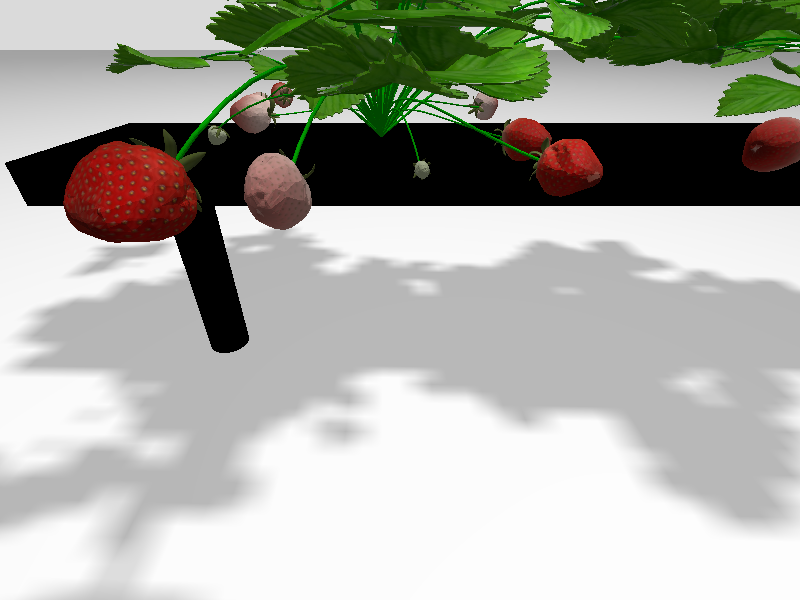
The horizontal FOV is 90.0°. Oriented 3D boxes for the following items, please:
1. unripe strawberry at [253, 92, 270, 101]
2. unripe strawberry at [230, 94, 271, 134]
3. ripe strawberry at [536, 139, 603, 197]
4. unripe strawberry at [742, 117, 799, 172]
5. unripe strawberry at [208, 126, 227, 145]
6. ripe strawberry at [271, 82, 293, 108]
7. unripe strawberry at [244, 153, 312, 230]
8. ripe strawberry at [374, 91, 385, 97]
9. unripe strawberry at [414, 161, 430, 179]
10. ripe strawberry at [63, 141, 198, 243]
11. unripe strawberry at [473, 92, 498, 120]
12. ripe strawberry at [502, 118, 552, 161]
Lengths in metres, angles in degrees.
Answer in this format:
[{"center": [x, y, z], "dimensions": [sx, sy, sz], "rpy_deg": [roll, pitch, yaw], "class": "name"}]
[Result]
[{"center": [-0.141, -0.191, 0.394], "dimensions": [0.026, 0.022, 0.026], "rpy_deg": [8, 32, 35], "class": "unripe strawberry"}, {"center": [-0.123, -0.154, 0.331], "dimensions": [0.033, 0.029, 0.033], "rpy_deg": [3, 33, 5], "class": "unripe strawberry"}, {"center": [0.083, -0.063, 0.195], "dimensions": [0.031, 0.028, 0.028], "rpy_deg": [-20, 39, -27], "class": "ripe strawberry"}, {"center": [0.222, -0.092, 0.238], "dimensions": [0.032, 0.031, 0.030], "rpy_deg": [-15, 36, -21], "class": "unripe strawberry"}, {"center": [-0.137, -0.122, 0.299], "dimensions": [0.013, 0.013, 0.012], "rpy_deg": [24, 22, -30], "class": "unripe strawberry"}, {"center": [-0.139, -0.238, 0.465], "dimensions": [0.025, 0.026, 0.027], "rpy_deg": [-22, 39, -29], "class": "ripe strawberry"}, {"center": [-0.051, -0.042, 0.162], "dimensions": [0.026, 0.030, 0.029], "rpy_deg": [6, 41, 9], "class": "unripe strawberry"}, {"center": [-0.022, -0.278, 0.519], "dimensions": [0.033, 0.035, 0.036], "rpy_deg": [-1, 33, -1], "class": "ripe strawberry"}, {"center": [0.013, -0.074, 0.229], "dimensions": [0.009, 0.010, 0.010], "rpy_deg": [-7, 35, -11], "class": "unripe strawberry"}, {"center": [-0.099, -0.036, 0.146], "dimensions": [0.042, 0.037, 0.038], "rpy_deg": [12, 45, 18], "class": "ripe strawberry"}, {"center": [0.086, -0.191, 0.393], "dimensions": [0.027, 0.026, 0.025], "rpy_deg": [-24, 40, -32], "class": "unripe strawberry"}, {"center": [0.081, -0.102, 0.255], "dimensions": [0.030, 0.025, 0.030], "rpy_deg": [26, 41, 32], "class": "ripe strawberry"}]
